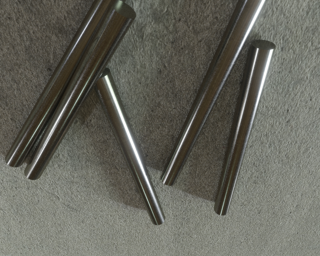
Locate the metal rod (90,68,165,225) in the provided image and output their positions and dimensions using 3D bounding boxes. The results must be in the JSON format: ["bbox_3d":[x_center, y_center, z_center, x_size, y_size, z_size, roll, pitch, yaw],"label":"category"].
[{"bbox_3d":[-0.036,0.048,0.447,0.025,0.025,0.299,-10,130,8],"label":"metal rod"}]

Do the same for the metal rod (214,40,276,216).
[{"bbox_3d":[0.107,0.024,0.428,0.025,0.025,0.298,1,130,-1],"label":"metal rod"}]

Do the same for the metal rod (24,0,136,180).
[{"bbox_3d":[-0.111,-0.020,0.369,0.025,0.025,0.298,25,131,-20],"label":"metal rod"}]

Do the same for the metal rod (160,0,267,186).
[{"bbox_3d":[0.054,-0.031,0.381,0.025,0.025,0.298,12,129,-11],"label":"metal rod"}]

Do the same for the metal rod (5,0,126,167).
[{"bbox_3d":[-0.121,-0.046,0.366,0.025,0.025,0.299,29,124,-22],"label":"metal rod"}]
